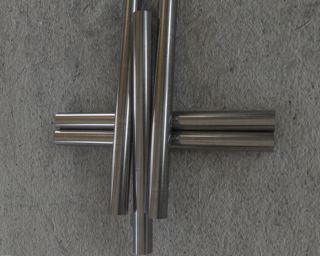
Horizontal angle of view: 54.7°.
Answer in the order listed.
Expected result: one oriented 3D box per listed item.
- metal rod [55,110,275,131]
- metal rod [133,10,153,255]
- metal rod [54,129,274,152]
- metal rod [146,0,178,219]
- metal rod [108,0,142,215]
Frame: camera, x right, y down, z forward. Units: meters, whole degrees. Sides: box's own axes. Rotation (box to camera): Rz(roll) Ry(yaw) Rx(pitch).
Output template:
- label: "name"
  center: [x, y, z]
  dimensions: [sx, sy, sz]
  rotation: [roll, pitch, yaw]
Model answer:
- label: "metal rod"
  center: [-0.007, -0.010, 0.413]
  dimensions: [0.301, 0.025, 0.025]
  rotation: [0, 90, 19]
- label: "metal rod"
  center: [-0.022, 0.005, 0.390]
  dimensions: [0.025, 0.025, 0.298]
  rotation: [0, 90, 19]
- label: "metal rod"
  center: [-0.008, 0.015, 0.413]
  dimensions: [0.301, 0.025, 0.025]
  rotation: [0, 90, 19]
- label: "metal rod"
  center: [0.004, -0.042, 0.385]
  dimensions: [0.025, 0.025, 0.298]
  rotation: [0, 82, 19]
- label: "metal rod"
  center: [-0.044, -0.042, 0.402]
  dimensions: [0.025, 0.025, 0.298]
  rotation: [0, 82, 19]
